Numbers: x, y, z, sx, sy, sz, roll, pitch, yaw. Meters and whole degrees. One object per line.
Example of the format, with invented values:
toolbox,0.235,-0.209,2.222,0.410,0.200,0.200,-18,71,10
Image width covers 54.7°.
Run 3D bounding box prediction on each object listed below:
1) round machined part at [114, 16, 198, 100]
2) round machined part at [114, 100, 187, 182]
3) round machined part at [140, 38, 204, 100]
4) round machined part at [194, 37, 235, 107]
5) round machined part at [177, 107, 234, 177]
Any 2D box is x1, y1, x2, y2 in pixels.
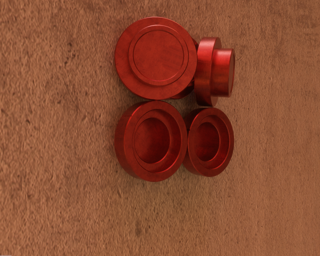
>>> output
round machined part,-0.004,-0.081,0.363,0.099,0.042,0.097,0,93,-7
round machined part,-0.015,0.015,0.384,0.099,0.042,0.097,0,90,-40
round machined part,0.020,-0.087,0.413,0.099,0.042,0.097,0,90,-40
round machined part,0.081,-0.078,0.437,0.098,0.042,0.097,5,91,-71
round machined part,0.060,0.020,0.448,0.099,0.042,0.097,0,90,-40
